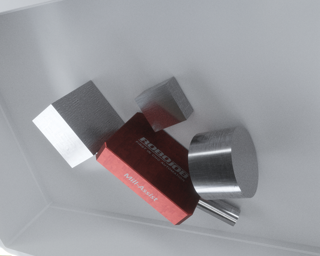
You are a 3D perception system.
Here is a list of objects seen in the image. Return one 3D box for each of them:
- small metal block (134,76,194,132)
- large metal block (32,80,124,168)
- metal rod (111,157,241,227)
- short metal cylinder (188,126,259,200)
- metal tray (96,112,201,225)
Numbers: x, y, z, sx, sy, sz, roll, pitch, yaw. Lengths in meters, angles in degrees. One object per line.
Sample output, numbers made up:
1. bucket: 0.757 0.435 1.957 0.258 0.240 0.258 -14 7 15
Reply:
1. small metal block: 0.005 -0.029 0.384 0.050 0.025 0.050 -22 107 35
2. large metal block: -0.107 -0.007 0.421 0.050 0.080 0.080 -29 102 37
3. metal rod: -0.027 0.061 0.457 0.301 0.025 0.025 25 127 12
4. short metal cylinder: 0.075 0.041 0.356 0.050 0.080 0.080 -12 113 34
5. metal tray: -0.004 0.047 0.394 0.130 0.090 0.030 40 128 1
